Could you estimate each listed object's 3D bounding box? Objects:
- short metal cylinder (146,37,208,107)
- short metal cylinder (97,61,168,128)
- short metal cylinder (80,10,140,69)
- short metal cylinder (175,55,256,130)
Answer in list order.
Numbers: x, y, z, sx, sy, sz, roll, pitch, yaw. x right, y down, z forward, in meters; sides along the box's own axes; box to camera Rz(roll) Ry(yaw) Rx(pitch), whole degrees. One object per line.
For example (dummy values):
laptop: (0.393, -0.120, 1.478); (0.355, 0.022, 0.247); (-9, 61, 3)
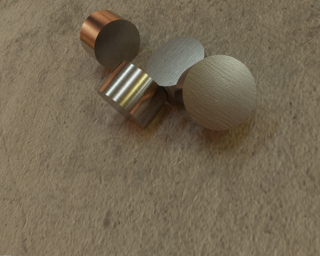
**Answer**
short metal cylinder: (0.029, -0.075, 0.418); (0.080, 0.050, 0.080); (-13, 56, 20)
short metal cylinder: (-0.037, -0.043, 0.413); (0.080, 0.080, 0.050); (32, 80, 37)
short metal cylinder: (-0.079, -0.141, 0.495); (0.080, 0.080, 0.050); (-45, 51, -3)
short metal cylinder: (0.060, -0.039, 0.352); (0.080, 0.080, 0.050); (-44, 7, -3)
